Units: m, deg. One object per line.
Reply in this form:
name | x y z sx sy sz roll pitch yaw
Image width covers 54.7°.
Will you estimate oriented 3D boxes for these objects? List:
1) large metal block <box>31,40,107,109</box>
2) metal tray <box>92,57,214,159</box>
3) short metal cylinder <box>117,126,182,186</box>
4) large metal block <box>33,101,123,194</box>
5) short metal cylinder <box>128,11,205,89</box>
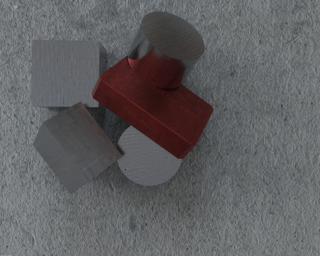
large metal block | -0.113 -0.065 0.396 0.081 0.050 0.080 1 90 0
metal tray | -0.005 -0.032 0.380 0.130 0.090 0.030 36 130 0
short metal cylinder | -0.013 0.030 0.399 0.081 0.050 0.080 0 90 0
large metal block | -0.103 0.027 0.376 0.050 0.080 0.080 -38 91 -36
short metal cylinder | 0.007 -0.095 0.379 0.081 0.050 0.080 14 53 -18
